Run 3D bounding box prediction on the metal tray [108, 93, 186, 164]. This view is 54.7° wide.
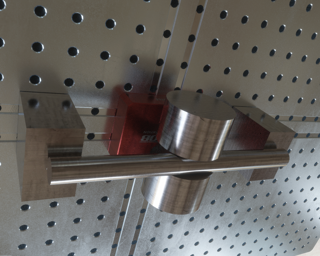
[{"bbox_3d":[0.005,0.004,0.413,0.131,0.030,0.089,1,118,-29],"label":"metal tray"}]

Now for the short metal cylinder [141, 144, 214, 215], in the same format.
[{"bbox_3d":[0.021,0.061,0.386,0.081,0.080,0.050,1,118,-29],"label":"short metal cylinder"}]

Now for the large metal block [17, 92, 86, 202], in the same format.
[{"bbox_3d":[-0.117,0.016,0.320,0.050,0.080,0.079,1,118,-29],"label":"large metal block"}]

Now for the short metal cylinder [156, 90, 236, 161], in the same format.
[{"bbox_3d":[0.040,-0.005,0.356,0.081,0.080,0.050,1,118,-29],"label":"short metal cylinder"}]

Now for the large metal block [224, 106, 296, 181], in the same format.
[{"bbox_3d":[0.140,0.022,0.464,0.050,0.080,0.079,1,118,-29],"label":"large metal block"}]

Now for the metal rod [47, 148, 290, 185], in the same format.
[{"bbox_3d":[0.034,0.039,0.349,0.303,0.025,0.025,0,118,-29],"label":"metal rod"}]
